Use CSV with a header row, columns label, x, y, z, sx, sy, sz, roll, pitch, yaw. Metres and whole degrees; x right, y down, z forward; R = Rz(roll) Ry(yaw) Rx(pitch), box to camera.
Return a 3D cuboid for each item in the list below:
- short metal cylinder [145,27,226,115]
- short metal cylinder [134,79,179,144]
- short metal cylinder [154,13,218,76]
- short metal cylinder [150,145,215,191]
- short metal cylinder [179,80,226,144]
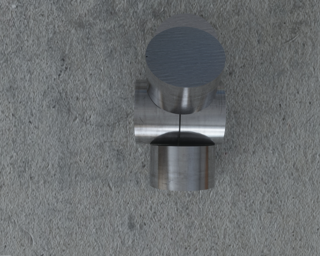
label,x,y,z,sx,sy,sz,roll,pitch,yaw
short metal cylinder,0.025,-0.061,0.333,0.081,0.050,0.080,1,61,-1
short metal cylinder,-0.004,-0.020,0.384,0.050,0.080,0.079,1,90,-1
short metal cylinder,0.031,-0.099,0.400,0.081,0.050,0.079,0,90,-1
short metal cylinder,0.027,0.045,0.384,0.081,0.080,0.050,0,90,-1
short metal cylinder,0.049,-0.019,0.384,0.050,0.080,0.079,0,90,0
